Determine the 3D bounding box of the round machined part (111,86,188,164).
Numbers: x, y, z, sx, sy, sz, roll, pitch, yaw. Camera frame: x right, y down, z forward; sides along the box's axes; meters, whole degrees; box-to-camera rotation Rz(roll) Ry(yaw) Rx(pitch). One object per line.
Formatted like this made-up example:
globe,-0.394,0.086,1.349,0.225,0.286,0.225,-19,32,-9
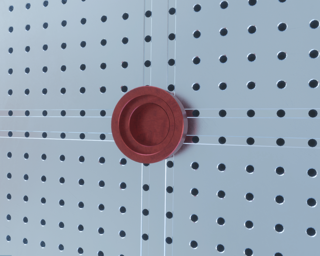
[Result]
round machined part,-0.011,-0.004,0.407,0.098,0.042,0.097,0,90,20
